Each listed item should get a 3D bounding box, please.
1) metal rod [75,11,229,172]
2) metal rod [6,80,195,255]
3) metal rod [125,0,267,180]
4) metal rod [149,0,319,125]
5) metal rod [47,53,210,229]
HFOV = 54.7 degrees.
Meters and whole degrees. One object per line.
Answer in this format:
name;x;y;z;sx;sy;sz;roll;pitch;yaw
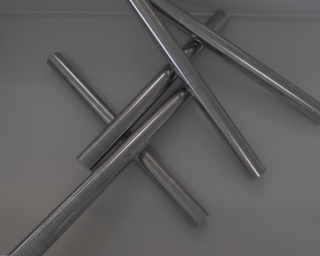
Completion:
metal rod;0.003;-0.062;0.414;0.025;0.025;0.301;36;67;12
metal rod;-0.046;0.036;0.362;0.025;0.025;0.301;38;63;12
metal rod;0.039;-0.065;0.398;0.025;0.025;0.299;-34;87;-11
metal rod;0.101;-0.099;0.420;0.301;0.025;0.025;35;74;2
metal rod;-0.051;0.006;0.406;0.025;0.025;0.300;-40;75;-13
